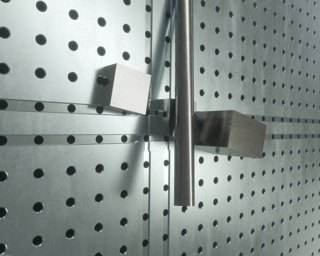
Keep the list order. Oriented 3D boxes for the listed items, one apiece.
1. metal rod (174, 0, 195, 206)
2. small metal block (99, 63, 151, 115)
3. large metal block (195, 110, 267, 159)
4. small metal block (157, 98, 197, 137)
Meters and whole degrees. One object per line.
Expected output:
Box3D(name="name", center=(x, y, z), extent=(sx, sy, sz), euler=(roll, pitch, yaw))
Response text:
Box3D(name="metal rod", center=(0.032, -0.052, 0.405), extent=(0.025, 0.025, 0.299), euler=(12, 74, -40))
Box3D(name="small metal block", center=(-0.041, -0.045, 0.374), extent=(0.050, 0.025, 0.050), euler=(13, 82, -39))
Box3D(name="large metal block", center=(0.095, 0.010, 0.453), extent=(0.080, 0.080, 0.050), euler=(18, 79, -39))
Box3D(name="small metal block", center=(0.023, -0.013, 0.429), extent=(0.050, 0.025, 0.050), euler=(3, 88, -40))
